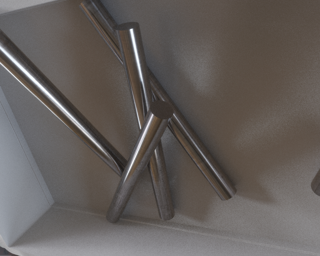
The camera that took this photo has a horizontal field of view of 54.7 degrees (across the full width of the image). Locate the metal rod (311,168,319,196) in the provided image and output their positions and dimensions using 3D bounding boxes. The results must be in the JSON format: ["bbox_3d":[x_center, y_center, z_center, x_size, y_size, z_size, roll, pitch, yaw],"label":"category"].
[{"bbox_3d":[0.165,-0.016,0.233,0.025,0.025,0.299,15,150,19],"label":"metal rod"}]

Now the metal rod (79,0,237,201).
[{"bbox_3d":[0.004,-0.030,0.388,0.025,0.025,0.299,-29,103,37],"label":"metal rod"}]

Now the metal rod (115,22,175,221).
[{"bbox_3d":[-0.011,0.016,0.400,0.025,0.025,0.298,8,130,24],"label":"metal rod"}]

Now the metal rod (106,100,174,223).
[{"bbox_3d":[-0.040,0.068,0.429,0.025,0.025,0.298,33,140,6],"label":"metal rod"}]

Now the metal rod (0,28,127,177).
[{"bbox_3d":[-0.109,-0.013,0.380,0.025,0.025,0.300,-4,141,30],"label":"metal rod"}]
